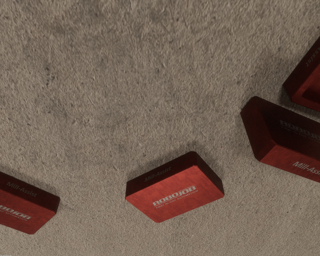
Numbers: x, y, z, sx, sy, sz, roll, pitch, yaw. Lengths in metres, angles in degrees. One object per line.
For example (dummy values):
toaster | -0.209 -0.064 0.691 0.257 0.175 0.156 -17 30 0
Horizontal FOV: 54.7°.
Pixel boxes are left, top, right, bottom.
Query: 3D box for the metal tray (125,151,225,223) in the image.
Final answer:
metal tray | 0.022 0.097 0.487 0.130 0.030 0.090 -28 125 21

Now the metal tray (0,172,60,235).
metal tray | -0.244 0.122 0.504 0.130 0.030 0.090 33 123 -25

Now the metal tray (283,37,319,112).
metal tray | 0.215 -0.074 0.343 0.091 0.030 0.129 17 128 -14

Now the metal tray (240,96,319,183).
metal tray | 0.169 0.017 0.381 0.131 0.090 0.030 19 127 -16
